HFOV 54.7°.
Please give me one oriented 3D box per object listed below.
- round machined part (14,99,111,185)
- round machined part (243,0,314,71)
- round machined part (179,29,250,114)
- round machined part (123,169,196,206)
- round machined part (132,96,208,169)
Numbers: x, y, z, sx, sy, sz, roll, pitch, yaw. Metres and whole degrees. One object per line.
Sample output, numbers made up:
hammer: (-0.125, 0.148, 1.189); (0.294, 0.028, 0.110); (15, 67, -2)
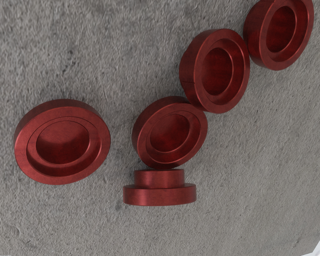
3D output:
round machined part: (-0.108, 0.012, 0.344); (0.099, 0.042, 0.097); (-14, 124, -21)
round machined part: (0.144, -0.125, 0.391); (0.099, 0.042, 0.097); (-16, 121, -28)
round machined part: (0.061, -0.068, 0.374); (0.099, 0.042, 0.097); (-11, 108, -37)
round machined part: (-0.001, 0.077, 0.419); (0.099, 0.098, 0.042); (2, 83, -30)
round machined part: (0.009, 0.002, 0.402); (0.099, 0.042, 0.097); (-14, 124, -21)
